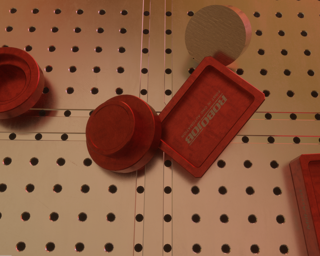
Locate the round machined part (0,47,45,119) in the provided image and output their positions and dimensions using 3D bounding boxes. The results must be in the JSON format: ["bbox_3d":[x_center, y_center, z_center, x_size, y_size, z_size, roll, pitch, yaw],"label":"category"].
[{"bbox_3d":[-0.207,-0.057,0.421,0.099,0.042,0.098,0,70,0],"label":"round machined part"}]

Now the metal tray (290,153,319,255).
[{"bbox_3d":[0.220,0.096,0.376,0.091,0.030,0.130,-3,70,-2],"label":"metal tray"}]

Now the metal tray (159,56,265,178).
[{"bbox_3d":[0.056,-0.013,0.393,0.090,0.030,0.130,39,93,12],"label":"metal tray"}]

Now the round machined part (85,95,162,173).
[{"bbox_3d":[-0.051,0.004,0.381,0.098,0.042,0.098,-7,72,23],"label":"round machined part"}]

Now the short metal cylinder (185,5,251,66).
[{"bbox_3d":[0.080,-0.126,0.423,0.080,0.079,0.050,31,30,10],"label":"short metal cylinder"}]
